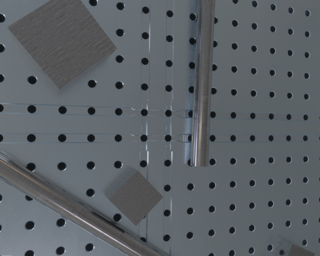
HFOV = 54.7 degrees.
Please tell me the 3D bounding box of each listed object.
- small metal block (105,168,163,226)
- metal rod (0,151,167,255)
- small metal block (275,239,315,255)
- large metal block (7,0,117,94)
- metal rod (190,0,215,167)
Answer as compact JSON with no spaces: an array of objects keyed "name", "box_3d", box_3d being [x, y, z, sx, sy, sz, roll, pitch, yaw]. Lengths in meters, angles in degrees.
[{"name":"small metal block","box_3d":[-0.033,0.088,0.400,0.050,0.025,0.050,-45,104,-14]},{"name":"metal rod","box_3d":[-0.072,0.124,0.386,0.301,0.025,0.025,38,78,-16]},{"name":"small metal block","box_3d":[0.210,0.211,0.490,0.050,0.025,0.050,26,81,-18]},{"name":"large metal block","box_3d":[-0.111,-0.097,0.358,0.080,0.050,0.080,-41,103,-15]},{"name":"metal rod","box_3d":[0.061,-0.096,0.434,0.025,0.025,0.298,3,89,-20]}]
